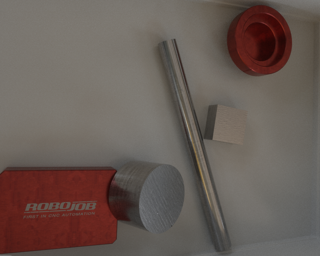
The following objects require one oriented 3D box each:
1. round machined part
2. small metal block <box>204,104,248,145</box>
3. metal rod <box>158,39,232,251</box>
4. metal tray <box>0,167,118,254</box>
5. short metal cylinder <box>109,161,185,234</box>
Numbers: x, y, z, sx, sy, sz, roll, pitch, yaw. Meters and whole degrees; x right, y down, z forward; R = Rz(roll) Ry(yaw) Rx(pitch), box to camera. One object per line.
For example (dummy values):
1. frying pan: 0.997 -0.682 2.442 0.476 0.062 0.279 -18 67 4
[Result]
1. round machined part: 0.140 -0.124 0.455 0.099 0.042 0.097 0 90 -21
2. small metal block: 0.095 -0.004 0.447 0.050 0.025 0.050 10 87 -20
3. metal rod: 0.050 0.027 0.430 0.025 0.025 0.298 -18 96 -19
4. metal tray: -0.117 0.092 0.365 0.131 0.030 0.089 2 89 -21
5. short metal cylinder: -0.014 0.081 0.376 0.081 0.050 0.079 -2 93 -49
